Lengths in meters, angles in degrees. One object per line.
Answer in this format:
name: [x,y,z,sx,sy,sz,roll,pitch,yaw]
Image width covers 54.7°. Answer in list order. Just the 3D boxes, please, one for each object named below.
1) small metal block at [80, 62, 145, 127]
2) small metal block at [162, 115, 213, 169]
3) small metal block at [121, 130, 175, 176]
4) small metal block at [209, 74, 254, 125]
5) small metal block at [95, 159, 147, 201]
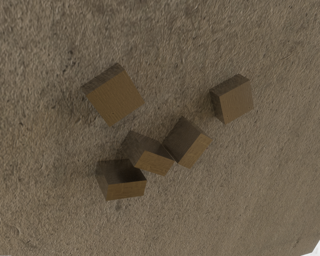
small metal block: [-0.053,-0.038,0.354,0.050,0.025,0.050,-35,129,-5]
small metal block: [0.036,0.019,0.422,0.025,0.050,0.050,28,103,-38]
small metal block: [-0.016,0.032,0.402,0.050,0.050,0.025,23,106,-37]
small metal block: [0.102,-0.041,0.437,0.050,0.025,0.050,-29,128,-10]
small metal block: [-0.052,0.065,0.403,0.050,0.050,0.025,-2,119,-28]
